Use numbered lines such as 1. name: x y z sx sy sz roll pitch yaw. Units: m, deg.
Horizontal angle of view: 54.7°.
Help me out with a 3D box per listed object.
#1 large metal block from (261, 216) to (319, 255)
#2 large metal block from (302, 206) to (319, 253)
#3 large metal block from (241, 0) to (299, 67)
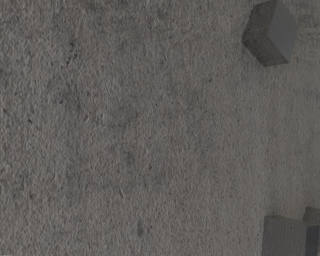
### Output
1. large metal block: 0.238 0.211 0.569 0.050 0.080 0.080 11 83 -40
2. large metal block: 0.354 0.224 0.665 0.050 0.080 0.080 45 63 -31
3. large metal block: 0.199 -0.168 0.555 0.080 0.050 0.080 33 70 -35
